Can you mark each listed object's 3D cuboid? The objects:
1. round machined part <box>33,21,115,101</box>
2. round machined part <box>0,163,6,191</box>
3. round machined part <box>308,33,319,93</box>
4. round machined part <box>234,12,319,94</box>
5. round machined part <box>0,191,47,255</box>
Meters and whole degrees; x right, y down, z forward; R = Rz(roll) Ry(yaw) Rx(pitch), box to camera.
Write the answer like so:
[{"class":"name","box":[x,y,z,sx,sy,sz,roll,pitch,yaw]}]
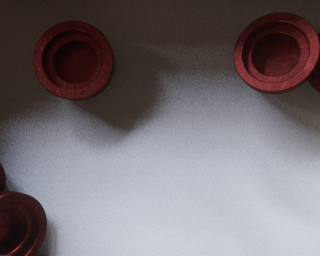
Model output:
[{"class":"round machined part","box":[-0.107,-0.084,0.402,0.099,0.042,0.097,0,90,0]},{"class":"round machined part","box":[-0.251,0.067,0.384,0.099,0.042,0.097,-11,105,-43]},{"class":"round machined part","box":[0.238,-0.082,0.390,0.098,0.042,0.097,1,92,32]},{"class":"round machined part","box":[0.147,-0.090,0.392,0.098,0.042,0.097,-2,85,24]},{"class":"round machined part","box":[-0.196,0.127,0.383,0.042,0.099,0.097,1,90,38]}]
